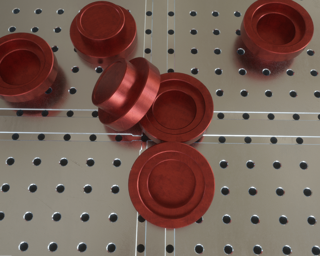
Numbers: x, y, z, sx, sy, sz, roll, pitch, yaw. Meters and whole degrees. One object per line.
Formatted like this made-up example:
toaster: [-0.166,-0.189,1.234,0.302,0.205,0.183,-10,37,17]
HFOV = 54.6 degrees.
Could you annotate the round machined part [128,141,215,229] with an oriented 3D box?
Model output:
round machined part: [0.014,0.066,0.370,0.098,0.042,0.098,0,85,4]

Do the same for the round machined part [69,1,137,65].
round machined part: [-0.084,-0.146,0.456,0.099,0.042,0.098,0,70,0]

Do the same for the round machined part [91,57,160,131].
round machined part: [-0.049,-0.048,0.390,0.042,0.098,0.098,32,67,-34]

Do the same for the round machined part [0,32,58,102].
round machined part: [-0.191,-0.080,0.431,0.099,0.042,0.098,0,70,0]

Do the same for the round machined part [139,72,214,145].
round machined part: [0.019,-0.021,0.410,0.099,0.042,0.098,0,70,0]

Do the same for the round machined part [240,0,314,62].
round machined part: [0.167,-0.139,0.455,0.099,0.042,0.098,0,70,0]
